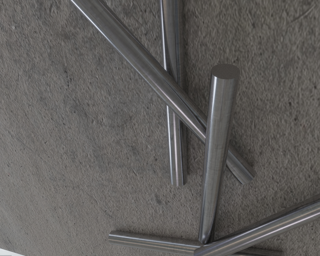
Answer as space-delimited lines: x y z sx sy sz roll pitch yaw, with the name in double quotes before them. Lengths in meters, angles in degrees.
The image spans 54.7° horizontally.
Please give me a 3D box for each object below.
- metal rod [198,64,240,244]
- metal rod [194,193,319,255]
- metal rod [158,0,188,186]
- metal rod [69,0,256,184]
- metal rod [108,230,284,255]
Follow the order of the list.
"metal rod" 0.064 0.059 0.371 0.025 0.025 0.298 16 137 19
"metal rod" 0.154 0.114 0.381 0.025 0.025 0.299 47 124 -5
"metal rod" 0.017 -0.055 0.364 0.025 0.025 0.298 10 123 23
"metal rod" 0.009 -0.042 0.342 0.025 0.025 0.300 -30 113 38
"metal rod" 0.041 0.195 0.505 0.300 0.025 0.025 -4 116 30
